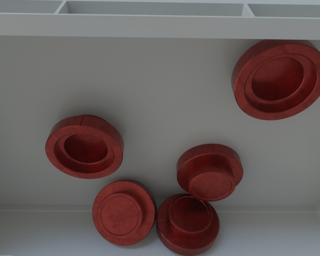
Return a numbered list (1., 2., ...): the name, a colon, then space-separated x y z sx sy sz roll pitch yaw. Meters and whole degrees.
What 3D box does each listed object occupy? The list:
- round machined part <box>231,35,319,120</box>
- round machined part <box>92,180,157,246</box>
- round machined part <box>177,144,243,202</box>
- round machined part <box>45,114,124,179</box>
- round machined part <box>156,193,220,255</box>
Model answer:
1. round machined part: 0.130 -0.059 0.349 0.099 0.042 0.097 0 130 0
2. round machined part: -0.056 0.130 0.471 0.098 0.042 0.097 -1 86 8
3. round machined part: 0.074 0.073 0.460 0.099 0.042 0.097 0 130 0
4. round machined part: -0.097 0.021 0.415 0.099 0.042 0.097 0 130 0
5. round machined part: 0.044 0.142 0.481 0.099 0.098 0.042 3 132 -3
